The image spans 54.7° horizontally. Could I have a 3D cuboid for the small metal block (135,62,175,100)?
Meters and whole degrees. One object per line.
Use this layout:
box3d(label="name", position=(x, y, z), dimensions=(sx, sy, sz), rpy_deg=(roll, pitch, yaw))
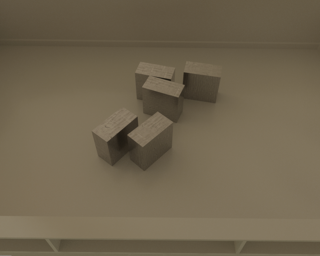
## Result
box3d(label="small metal block", position=(-0.006, -0.063, 0.442), dimensions=(0.050, 0.050, 0.025), rpy_deg=(11, 51, 9))

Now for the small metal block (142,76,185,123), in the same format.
box3d(label="small metal block", position=(0.005, -0.039, 0.421), dimensions=(0.050, 0.050, 0.025), rpy_deg=(17, 52, 13))

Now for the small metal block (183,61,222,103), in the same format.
box3d(label="small metal block", position=(0.059, -0.065, 0.445), dimensions=(0.050, 0.050, 0.025), rpy_deg=(9, 51, 7))

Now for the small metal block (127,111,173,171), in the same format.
box3d(label="small metal block", position=(-0.011, 0.016, 0.375), dimensions=(0.025, 0.050, 0.050), rpy_deg=(36, 58, 26))

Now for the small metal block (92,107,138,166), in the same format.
box3d(label="small metal block", position=(-0.052, 0.011, 0.379), dimensions=(0.025, 0.050, 0.050), rpy_deg=(33, 57, 24))
